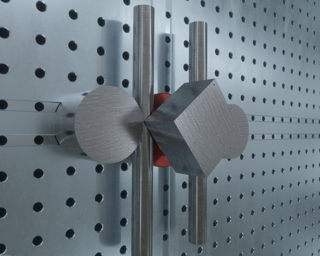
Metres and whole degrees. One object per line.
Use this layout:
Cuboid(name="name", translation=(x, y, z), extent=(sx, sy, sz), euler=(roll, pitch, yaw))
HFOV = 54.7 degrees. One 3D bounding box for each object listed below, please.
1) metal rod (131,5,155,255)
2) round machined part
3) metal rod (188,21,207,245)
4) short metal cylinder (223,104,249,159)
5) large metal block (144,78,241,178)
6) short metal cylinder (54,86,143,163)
Cuboid(name="metal rod", translation=(-0.020, 0.008, 0.365), extent=(0.025, 0.025, 0.298), euler=(1, 90, -40))
Cuboid(name="round machined part", translation=(0.007, 0.003, 0.405), extent=(0.099, 0.042, 0.097), euler=(0, 90, -40))
Cuboid(name="metal rod", translation=(0.052, 0.007, 0.425), extent=(0.025, 0.025, 0.298), euler=(0, 90, -40))
Cuboid(name="short metal cylinder", translation=(0.089, 0.005, 0.467), extent=(0.081, 0.050, 0.080), euler=(0, 90, -40))
Cuboid(name="large metal block", translation=(0.041, -0.001, 0.366), extent=(0.080, 0.050, 0.080), euler=(-46, 118, -30))
Cuboid(name="short metal cylinder", translation=(-0.066, -0.004, 0.337), extent=(0.081, 0.050, 0.080), euler=(0, 90, -40))
